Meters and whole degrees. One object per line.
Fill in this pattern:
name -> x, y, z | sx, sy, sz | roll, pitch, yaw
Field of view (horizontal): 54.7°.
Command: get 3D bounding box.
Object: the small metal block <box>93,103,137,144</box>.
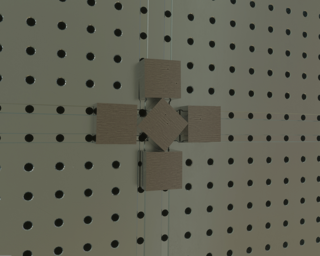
small metal block -> -0.057, -0.005, 0.392 | 0.050, 0.025, 0.050 | 1, 90, -21

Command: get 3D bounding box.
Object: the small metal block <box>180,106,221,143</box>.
small metal block -> 0.057, -0.006, 0.435 | 0.050, 0.025, 0.050 | 0, 90, -21

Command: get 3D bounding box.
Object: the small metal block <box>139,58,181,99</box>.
small metal block -> 0.000, -0.064, 0.413 | 0.050, 0.025, 0.050 | -1, 90, -21

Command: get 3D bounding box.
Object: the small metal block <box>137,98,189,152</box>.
small metal block -> 0.001, -0.004, 0.413 | 0.050, 0.025, 0.050 | 44, 76, -15

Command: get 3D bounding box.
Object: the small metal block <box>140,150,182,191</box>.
small metal block -> 0.002, 0.056, 0.414 | 0.050, 0.025, 0.050 | 0, 90, -21
